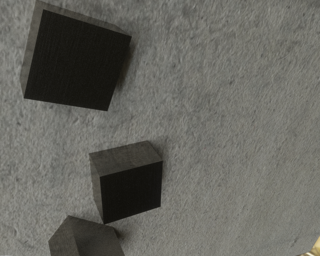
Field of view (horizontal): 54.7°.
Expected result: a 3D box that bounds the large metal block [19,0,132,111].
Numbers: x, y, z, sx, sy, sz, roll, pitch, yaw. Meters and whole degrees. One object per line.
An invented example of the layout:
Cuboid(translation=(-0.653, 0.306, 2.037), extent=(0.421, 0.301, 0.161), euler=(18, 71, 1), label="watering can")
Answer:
Cuboid(translation=(-0.085, -0.068, 0.303), extent=(0.081, 0.050, 0.079), euler=(8, 114, -32), label="large metal block")

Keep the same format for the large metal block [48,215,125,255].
Cuboid(translation=(-0.099, 0.176, 0.427), extent=(0.080, 0.080, 0.050), euler=(31, 101, -38), label="large metal block")

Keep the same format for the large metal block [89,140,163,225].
Cuboid(translation=(-0.045, 0.071, 0.411), extent=(0.081, 0.050, 0.079), euler=(-12, 124, -22), label="large metal block")
